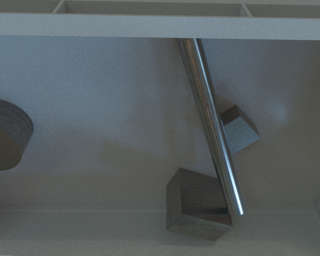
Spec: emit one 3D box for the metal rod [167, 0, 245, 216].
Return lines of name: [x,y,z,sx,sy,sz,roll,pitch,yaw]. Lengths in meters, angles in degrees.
metal rod: [0.065,-0.002,0.379,0.025,0.025,0.299,-14,120,11]

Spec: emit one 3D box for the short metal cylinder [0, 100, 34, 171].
short metal cylinder: [-0.212,0.010,0.398,0.081,0.050,0.079,0,130,0]

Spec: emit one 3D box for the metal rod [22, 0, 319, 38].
metal rod: [0.026,-0.103,0.286,0.302,0.025,0.025,4,130,3]

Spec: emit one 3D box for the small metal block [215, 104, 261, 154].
small metal block: [0.097,0.004,0.414,0.050,0.025,0.050,-34,123,25]

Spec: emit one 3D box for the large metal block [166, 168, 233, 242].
large metal block: [0.057,0.117,0.473,0.081,0.080,0.050,18,130,-15]
